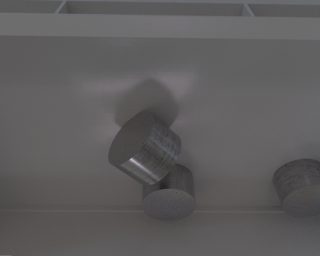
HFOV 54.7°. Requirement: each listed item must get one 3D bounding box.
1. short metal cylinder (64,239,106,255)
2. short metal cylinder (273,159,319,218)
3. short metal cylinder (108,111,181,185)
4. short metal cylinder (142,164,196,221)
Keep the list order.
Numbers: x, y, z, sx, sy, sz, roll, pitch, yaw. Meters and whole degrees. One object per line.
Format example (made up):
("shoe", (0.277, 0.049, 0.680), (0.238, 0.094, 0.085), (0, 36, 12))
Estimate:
("short metal cylinder", (-0.153, 0.268, 0.622), (0.081, 0.050, 0.079), (0, 130, 0))
("short metal cylinder", (0.220, 0.093, 0.473), (0.081, 0.050, 0.079), (0, 130, 0))
("short metal cylinder", (-0.020, 0.026, 0.394), (0.080, 0.080, 0.050), (-35, 122, 26))
("short metal cylinder", (0.013, 0.099, 0.477), (0.081, 0.050, 0.079), (0, 130, 0))
